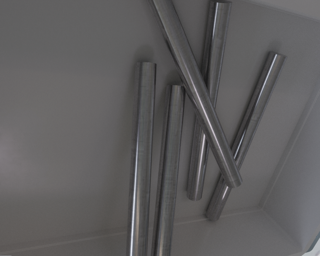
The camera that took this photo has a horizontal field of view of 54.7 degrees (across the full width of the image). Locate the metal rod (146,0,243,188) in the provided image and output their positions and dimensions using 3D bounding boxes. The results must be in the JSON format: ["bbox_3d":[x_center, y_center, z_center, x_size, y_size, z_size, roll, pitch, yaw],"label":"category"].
[{"bbox_3d":[0.052,-0.033,0.390,0.025,0.025,0.299,-32,121,-8],"label":"metal rod"}]

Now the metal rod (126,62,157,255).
[{"bbox_3d":[-0.024,0.075,0.364,0.025,0.025,0.298,1,94,-29],"label":"metal rod"}]

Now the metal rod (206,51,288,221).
[{"bbox_3d":[0.131,0.027,0.496,0.025,0.025,0.298,1,118,-29],"label":"metal rod"}]

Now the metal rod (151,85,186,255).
[{"bbox_3d":[0.007,0.096,0.388,0.025,0.025,0.298,6,89,-31],"label":"metal rod"}]

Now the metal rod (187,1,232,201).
[{"bbox_3d":[0.063,-0.017,0.431,0.025,0.025,0.298,-11,123,-23],"label":"metal rod"}]
